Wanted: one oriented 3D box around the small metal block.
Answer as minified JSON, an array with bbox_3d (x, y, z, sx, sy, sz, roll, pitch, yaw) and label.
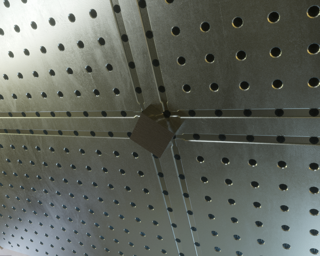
[{"bbox_3d":[-0.007,0.005,0.418,0.050,0.025,0.050,33,129,6],"label":"small metal block"}]
